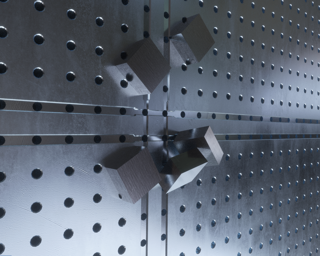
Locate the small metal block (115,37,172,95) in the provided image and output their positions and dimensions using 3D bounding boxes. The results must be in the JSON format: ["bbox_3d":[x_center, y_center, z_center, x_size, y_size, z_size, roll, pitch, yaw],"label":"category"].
[{"bbox_3d":[-0.020,-0.078,0.394,0.050,0.025,0.050,50,60,-28],"label":"small metal block"}]

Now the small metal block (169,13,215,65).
[{"bbox_3d":[0.048,-0.128,0.451,0.050,0.025,0.050,-53,121,-27],"label":"small metal block"}]

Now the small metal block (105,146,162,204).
[{"bbox_3d":[-0.032,0.057,0.385,0.050,0.025,0.050,-36,113,-34],"label":"small metal block"}]

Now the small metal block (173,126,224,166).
[{"bbox_3d":[0.054,0.028,0.438,0.050,0.050,0.025,60,39,-23],"label":"small metal block"}]

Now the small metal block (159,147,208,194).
[{"bbox_3d":[0.029,0.057,0.417,0.050,0.050,0.025,-17,60,-39],"label":"small metal block"}]
